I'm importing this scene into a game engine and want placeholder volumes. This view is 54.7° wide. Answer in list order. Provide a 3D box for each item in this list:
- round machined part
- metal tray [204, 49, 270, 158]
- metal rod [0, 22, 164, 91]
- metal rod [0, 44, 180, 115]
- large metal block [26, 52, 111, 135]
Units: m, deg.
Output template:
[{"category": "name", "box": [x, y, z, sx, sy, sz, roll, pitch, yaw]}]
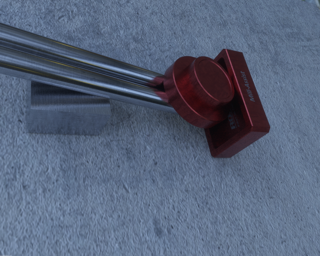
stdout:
[{"category": "round machined part", "box": [0.056, -0.052, 0.396, 0.099, 0.042, 0.098, 21, 52, -29]}, {"category": "metal tray", "box": [0.094, -0.033, 0.436, 0.030, 0.090, 0.130, 4, 60, -27]}, {"category": "metal rod", "box": [-0.040, -0.065, 0.366, 0.302, 0.025, 0.025, 10, 57, -38]}, {"category": "metal rod", "box": [-0.036, -0.041, 0.354, 0.302, 0.025, 0.025, 11, 56, -38]}, {"category": "large metal block", "box": [-0.106, -0.040, 0.352, 0.081, 0.050, 0.080, 3, 60, -27]}]
